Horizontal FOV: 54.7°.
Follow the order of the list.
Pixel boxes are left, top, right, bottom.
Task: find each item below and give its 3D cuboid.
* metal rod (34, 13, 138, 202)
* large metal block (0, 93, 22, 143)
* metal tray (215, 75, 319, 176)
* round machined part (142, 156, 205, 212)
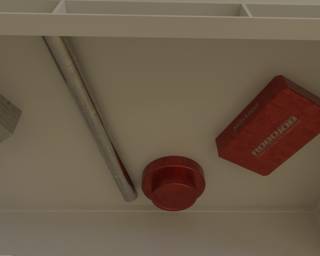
[{"bbox_3d":[-0.081,-0.001,0.407,0.025,0.025,0.299,-10,130,8],"label":"metal rod"},{"bbox_3d":[-0.232,-0.012,0.372,0.080,0.050,0.080,-32,124,13],"label":"large metal block"},{"bbox_3d":[0.148,0.003,0.411,0.090,0.030,0.129,24,126,-20],"label":"metal tray"},{"bbox_3d":[0.021,0.092,0.476,0.099,0.042,0.097,-1,130,0],"label":"round machined part"}]
